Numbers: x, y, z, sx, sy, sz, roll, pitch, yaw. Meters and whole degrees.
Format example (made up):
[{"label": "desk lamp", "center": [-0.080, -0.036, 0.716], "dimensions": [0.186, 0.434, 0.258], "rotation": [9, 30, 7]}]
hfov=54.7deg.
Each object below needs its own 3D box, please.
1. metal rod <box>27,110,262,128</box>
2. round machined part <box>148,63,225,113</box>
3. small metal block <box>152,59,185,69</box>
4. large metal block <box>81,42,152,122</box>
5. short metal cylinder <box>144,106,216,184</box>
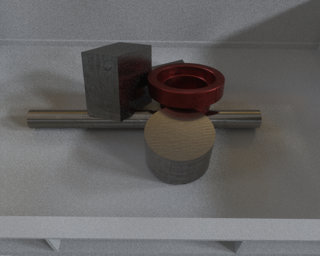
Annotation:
[{"label": "metal rod", "center": [-0.019, -0.012, 0.411], "dimensions": [0.302, 0.025, 0.025], "rotation": [0, 50, -1]}, {"label": "round machined part", "center": [0.034, -0.049, 0.408], "dimensions": [0.099, 0.042, 0.098], "rotation": [0, 33, 0]}, {"label": "small metal block", "center": [0.020, -0.073, 0.466], "dimensions": [0.050, 0.025, 0.050], "rotation": [-16, 52, -14]}, {"label": "large metal block", "center": [-0.052, -0.063, 0.401], "dimensions": [0.050, 0.079, 0.080], "rotation": [12, 27, 24]}, {"label": "short metal cylinder", "center": [0.022, 0.020, 0.369], "dimensions": [0.081, 0.050, 0.080], "rotation": [0, 50, 0]}]
